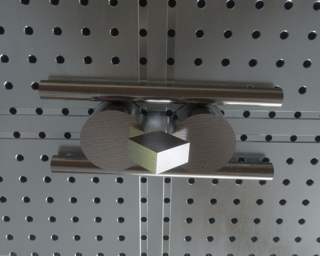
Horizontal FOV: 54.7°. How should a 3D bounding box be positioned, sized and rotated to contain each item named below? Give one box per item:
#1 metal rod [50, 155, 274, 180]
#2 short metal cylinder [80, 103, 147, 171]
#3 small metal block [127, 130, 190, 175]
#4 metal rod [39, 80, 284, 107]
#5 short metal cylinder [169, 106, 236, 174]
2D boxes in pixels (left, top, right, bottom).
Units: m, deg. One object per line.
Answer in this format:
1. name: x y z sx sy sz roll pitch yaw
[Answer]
1. metal rod: 0.004 0.055 0.430 0.302 0.025 0.025 2 110 -1
2. short metal cylinder: -0.057 0.008 0.399 0.081 0.050 0.079 0 110 0
3. small metal block: -0.002 0.026 0.357 0.050 0.050 0.025 -14 116 -42
4. metal rod: 0.002 -0.043 0.394 0.302 0.025 0.025 2 110 -1
5. short metal cylinder: 0.053 0.012 0.401 0.081 0.050 0.079 0 110 0
